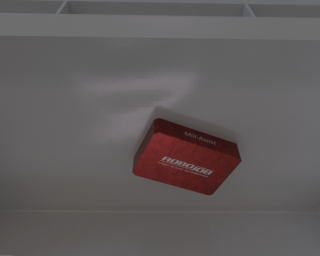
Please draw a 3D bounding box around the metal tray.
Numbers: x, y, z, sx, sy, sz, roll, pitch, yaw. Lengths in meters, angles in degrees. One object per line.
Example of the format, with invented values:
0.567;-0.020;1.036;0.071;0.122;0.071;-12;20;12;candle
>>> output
0.037;0.045;0.444;0.131;0.030;0.089;18;128;-15;metal tray
